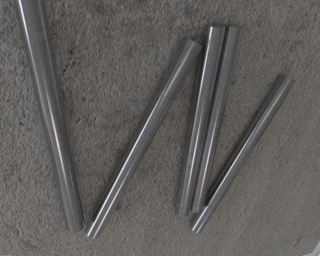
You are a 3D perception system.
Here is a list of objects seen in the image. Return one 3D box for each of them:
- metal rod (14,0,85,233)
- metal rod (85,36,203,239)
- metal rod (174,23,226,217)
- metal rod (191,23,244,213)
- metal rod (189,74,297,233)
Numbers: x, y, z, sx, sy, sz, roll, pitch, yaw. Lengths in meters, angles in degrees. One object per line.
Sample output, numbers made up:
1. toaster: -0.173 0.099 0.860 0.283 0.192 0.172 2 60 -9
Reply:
1. metal rod: -0.116 0.007 0.347 0.025 0.025 0.298 -14 124 -21
2. metal rod: -0.029 0.024 0.405 0.025 0.025 0.298 17 110 -35
3. metal rod: 0.051 0.008 0.439 0.025 0.025 0.298 -8 122 -24
4. metal rod: 0.075 0.005 0.450 0.025 0.025 0.298 -8 122 -24
5. metal rod: 0.128 0.051 0.508 0.025 0.025 0.298 15 111 -34
